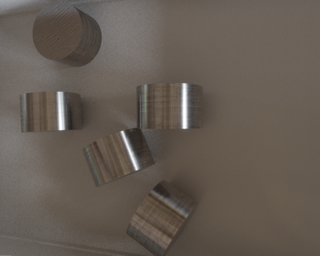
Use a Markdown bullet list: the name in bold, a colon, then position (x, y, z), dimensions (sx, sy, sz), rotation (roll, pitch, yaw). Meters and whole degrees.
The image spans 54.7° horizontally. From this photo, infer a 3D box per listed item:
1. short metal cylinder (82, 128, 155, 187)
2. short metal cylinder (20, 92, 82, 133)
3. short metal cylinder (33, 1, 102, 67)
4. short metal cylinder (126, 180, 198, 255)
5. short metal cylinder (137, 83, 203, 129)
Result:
- **short metal cylinder**: position (-0.053, 0.038, 0.399), dimensions (0.080, 0.080, 0.050), rotation (-24, 82, 18)
- **short metal cylinder**: position (-0.151, -0.020, 0.433), dimensions (0.080, 0.080, 0.050), rotation (-3, 89, 19)
- **short metal cylinder**: position (-0.131, -0.132, 0.442), dimensions (0.080, 0.050, 0.079), rotation (0, 90, 19)
- **short metal cylinder**: position (0.004, 0.111, 0.379), dimensions (0.050, 0.080, 0.080), rotation (32, 100, 17)
- **short metal cylinder**: position (0.012, -0.024, 0.376), dimensions (0.080, 0.080, 0.050), rotation (0, 90, 19)
